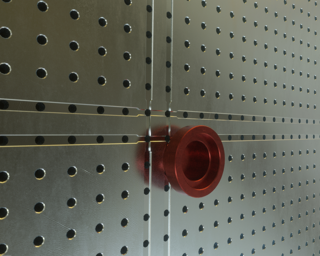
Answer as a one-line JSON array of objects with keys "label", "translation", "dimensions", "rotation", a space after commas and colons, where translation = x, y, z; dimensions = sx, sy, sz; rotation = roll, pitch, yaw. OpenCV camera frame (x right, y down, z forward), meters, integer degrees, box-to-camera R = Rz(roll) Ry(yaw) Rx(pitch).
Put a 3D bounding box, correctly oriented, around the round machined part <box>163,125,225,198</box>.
[{"label": "round machined part", "translation": [0.043, 0.045, 0.433], "dimensions": [0.099, 0.042, 0.097], "rotation": [0, 90, -40]}]
